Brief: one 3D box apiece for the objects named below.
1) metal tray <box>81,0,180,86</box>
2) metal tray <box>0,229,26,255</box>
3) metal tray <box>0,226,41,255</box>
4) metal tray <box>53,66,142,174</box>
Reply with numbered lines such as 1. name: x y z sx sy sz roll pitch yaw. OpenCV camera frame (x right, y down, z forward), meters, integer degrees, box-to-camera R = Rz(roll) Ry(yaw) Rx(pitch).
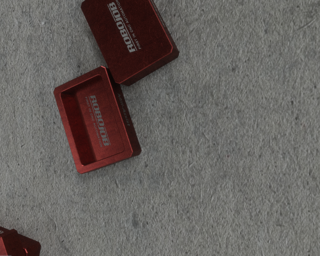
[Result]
1. metal tray: -0.042 -0.134 0.421 0.090 0.030 0.130 -28 81 17
2. metal tray: -0.235 0.227 0.457 0.090 0.030 0.129 -25 82 18
3. metal tray: -0.260 0.211 0.497 0.130 0.030 0.089 12 94 19
4. metal tray: -0.089 -0.010 0.437 0.090 0.030 0.129 -21 83 18
